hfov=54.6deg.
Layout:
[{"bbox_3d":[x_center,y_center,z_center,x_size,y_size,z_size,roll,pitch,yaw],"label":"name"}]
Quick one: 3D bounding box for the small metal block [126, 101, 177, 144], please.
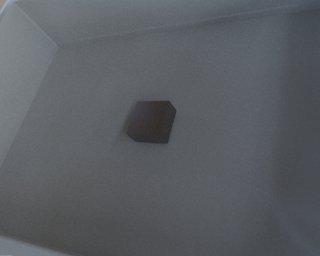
[{"bbox_3d":[-0.011,-0.008,0.413,0.050,0.025,0.050,2,63,29],"label":"small metal block"}]
